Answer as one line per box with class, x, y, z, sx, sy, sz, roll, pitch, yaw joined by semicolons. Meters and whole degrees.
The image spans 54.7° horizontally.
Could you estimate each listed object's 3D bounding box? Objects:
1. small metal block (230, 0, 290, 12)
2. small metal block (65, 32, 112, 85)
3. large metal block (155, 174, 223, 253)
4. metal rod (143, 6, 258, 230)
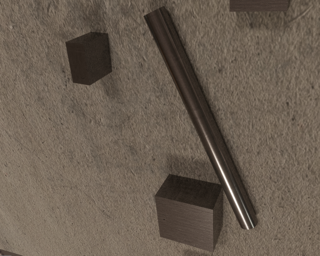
small metal block;0.091;-0.133;0.277;0.050;0.025;0.050;9;122;23
small metal block;-0.085;-0.086;0.381;0.025;0.050;0.050;12;123;22
large metal block;0.043;0.119;0.440;0.080;0.050;0.079;8;122;23
metal rod;0.057;0.002;0.376;0.025;0.025;0.299;-14;111;34
